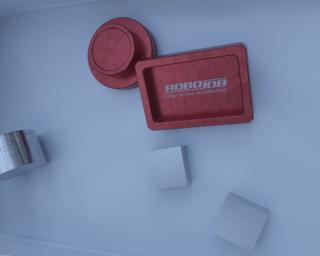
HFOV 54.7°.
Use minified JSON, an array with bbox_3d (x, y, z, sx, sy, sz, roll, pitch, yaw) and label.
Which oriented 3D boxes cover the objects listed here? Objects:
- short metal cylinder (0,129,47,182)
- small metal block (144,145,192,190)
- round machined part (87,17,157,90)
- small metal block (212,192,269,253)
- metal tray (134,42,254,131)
[{"bbox_3d":[-0.215,0.041,0.455,0.080,0.080,0.050,-26,82,18],"label":"short metal cylinder"},{"bbox_3d":[0.011,0.051,0.406,0.050,0.025,0.050,-11,87,19],"label":"small metal block"},{"bbox_3d":[-0.057,-0.102,0.420,0.098,0.042,0.097,0,90,19],"label":"round machined part"},{"bbox_3d":[0.098,0.113,0.376,0.050,0.025,0.050,23,97,18],"label":"small metal block"},{"bbox_3d":[0.042,-0.048,0.376,0.130,0.030,0.089,-5,109,19],"label":"metal tray"}]
